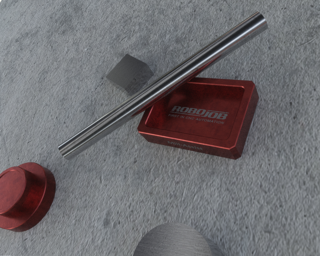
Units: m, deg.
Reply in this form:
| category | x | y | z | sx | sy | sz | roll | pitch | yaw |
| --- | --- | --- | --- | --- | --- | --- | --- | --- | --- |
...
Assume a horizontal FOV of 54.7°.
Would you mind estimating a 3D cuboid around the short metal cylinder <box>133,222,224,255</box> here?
| category | x | y | z | sx | sy | sz | roll | pitch | yaw |
| --- | --- | --- | --- | --- | --- | --- | --- | --- | --- |
| short metal cylinder | 0.019 | 0.136 | 0.294 | 0.080 | 0.050 | 0.080 | -13 | 56 | 20 |

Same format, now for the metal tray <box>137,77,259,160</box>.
| category | x | y | z | sx | sy | sz | roll | pitch | yaw |
| --- | --- | --- | --- | --- | --- | --- | --- | --- | --- |
| metal tray | 0.046 | -0.018 | 0.386 | 0.130 | 0.030 | 0.090 | 10 | 66 | 32 |

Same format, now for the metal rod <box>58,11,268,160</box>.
| category | x | y | z | sx | sy | sz | roll | pitch | yaw |
| --- | --- | --- | --- | --- | --- | --- | --- | --- | --- |
| metal rod | -0.001 | -0.050 | 0.394 | 0.300 | 0.025 | 0.025 | -33 | 52 | 6 |

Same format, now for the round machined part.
| category | x | y | z | sx | sy | sz | roll | pitch | yaw |
| --- | --- | --- | --- | --- | --- | --- | --- | --- | --- |
| round machined part | -0.202 | 0.093 | 0.439 | 0.098 | 0.042 | 0.098 | -13 | 56 | 20 |

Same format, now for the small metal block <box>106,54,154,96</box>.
| category | x | y | z | sx | sy | sz | roll | pitch | yaw |
| --- | --- | --- | --- | --- | --- | --- | --- | --- | --- |
| small metal block | -0.047 | -0.081 | 0.476 | 0.050 | 0.025 | 0.050 | 34 | 81 | 38 |
